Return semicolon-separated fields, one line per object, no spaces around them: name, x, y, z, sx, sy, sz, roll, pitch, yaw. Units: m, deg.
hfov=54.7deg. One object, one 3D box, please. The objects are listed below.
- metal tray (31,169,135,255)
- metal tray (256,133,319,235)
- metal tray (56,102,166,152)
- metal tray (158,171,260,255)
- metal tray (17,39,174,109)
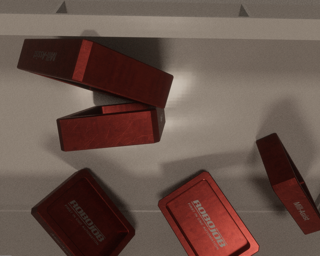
metal tray;-0.107;0.137;0.449;0.030;0.090;0.130;-26;103;49
metal tray;0.184;0.079;0.436;0.030;0.090;0.130;-28;125;21
metal tray;-0.043;-0.008;0.335;0.091;0.130;0.030;-6;99;4
metal tray;0.069;0.140;0.452;0.090;0.130;0.030;-34;163;2
metal tray;-0.063;-0.051;0.286;0.091;0.130;0.030;14;93;-43
